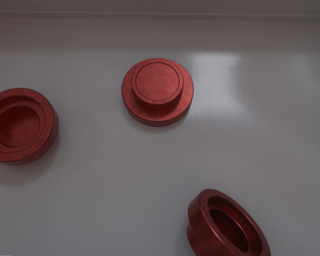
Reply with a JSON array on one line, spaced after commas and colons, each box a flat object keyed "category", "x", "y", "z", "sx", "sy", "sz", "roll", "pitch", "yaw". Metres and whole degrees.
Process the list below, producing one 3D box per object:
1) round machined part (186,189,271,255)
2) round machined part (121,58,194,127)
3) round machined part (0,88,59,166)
[{"category": "round machined part", "x": 0.068, "y": 0.118, "z": 0.339, "sx": 0.098, "sy": 0.098, "sz": 0.042, "roll": 45, "pitch": 112, "yaw": 14}, {"category": "round machined part", "x": -0.003, "y": -0.054, "z": 0.420, "sx": 0.099, "sy": 0.042, "sz": 0.098, "roll": 0, "pitch": 70, "yaw": 0}, {"category": "round machined part", "x": -0.179, "y": 0.001, "z": 0.399, "sx": 0.099, "sy": 0.042, "sz": 0.098, "roll": 0, "pitch": 70, "yaw": 0}]
